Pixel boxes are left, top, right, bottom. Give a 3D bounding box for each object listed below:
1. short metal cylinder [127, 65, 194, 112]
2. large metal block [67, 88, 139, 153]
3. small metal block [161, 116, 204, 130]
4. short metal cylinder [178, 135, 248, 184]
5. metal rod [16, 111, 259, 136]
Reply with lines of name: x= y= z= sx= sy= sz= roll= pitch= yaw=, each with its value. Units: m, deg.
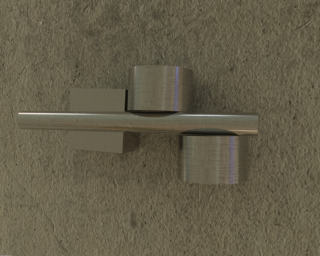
short metal cylinder: x=0.001 y=-0.045 z=0.381 sx=0.080 sy=0.080 sz=0.050 roll=2 pitch=91 yaw=19
large metal block: x=-0.074 y=-0.011 z=0.418 sx=0.080 sy=0.050 sz=0.079 roll=3 pitch=91 yaw=19
small metal block: x=0.034 y=-0.005 z=0.383 sx=0.050 sy=0.050 sz=0.025 roll=1 pitch=91 yaw=19
short metal cylinder: x=0.061 y=0.033 z=0.359 sx=0.080 sy=0.080 sz=0.050 roll=0 pitch=90 yaw=19
metal rod: x=-0.041 y=-0.007 z=0.369 sx=0.301 sy=0.025 sz=0.025 roll=1 pitch=91 yaw=18
